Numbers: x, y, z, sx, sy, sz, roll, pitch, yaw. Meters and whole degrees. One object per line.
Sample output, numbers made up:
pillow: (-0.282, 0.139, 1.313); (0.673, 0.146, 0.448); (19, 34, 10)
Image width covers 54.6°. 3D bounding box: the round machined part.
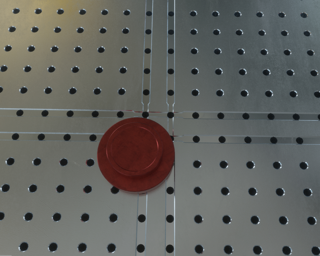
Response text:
round machined part: (-0.030, 0.031, 0.391); (0.099, 0.042, 0.098); (0, 70, 0)
